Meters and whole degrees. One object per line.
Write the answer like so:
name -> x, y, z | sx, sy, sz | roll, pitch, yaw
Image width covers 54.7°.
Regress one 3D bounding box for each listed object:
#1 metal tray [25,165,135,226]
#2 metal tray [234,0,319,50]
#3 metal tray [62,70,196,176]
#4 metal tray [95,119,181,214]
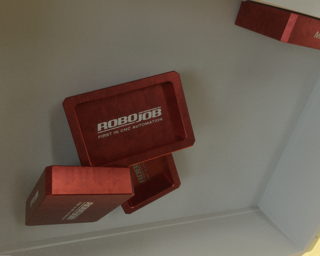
metal tray -> -0.097, 0.081, 0.357 | 0.091, 0.030, 0.129 | 6, 150, -30
metal tray -> 0.171, -0.123, 0.383 | 0.131, 0.090, 0.030 | 1, 118, -29
metal tray -> -0.033, -0.006, 0.353 | 0.131, 0.030, 0.089 | -17, 99, -14
metal tray -> -0.029, 0.049, 0.419 | 0.091, 0.030, 0.129 | -26, 128, -12
